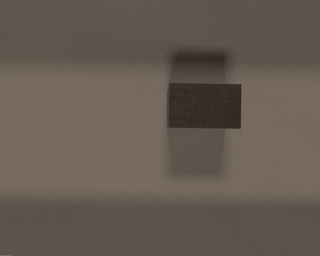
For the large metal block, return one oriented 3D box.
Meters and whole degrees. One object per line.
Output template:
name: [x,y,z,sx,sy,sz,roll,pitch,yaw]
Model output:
large metal block: [0.050,-0.025,0.385,0.081,0.080,0.050,1,90,-1]
